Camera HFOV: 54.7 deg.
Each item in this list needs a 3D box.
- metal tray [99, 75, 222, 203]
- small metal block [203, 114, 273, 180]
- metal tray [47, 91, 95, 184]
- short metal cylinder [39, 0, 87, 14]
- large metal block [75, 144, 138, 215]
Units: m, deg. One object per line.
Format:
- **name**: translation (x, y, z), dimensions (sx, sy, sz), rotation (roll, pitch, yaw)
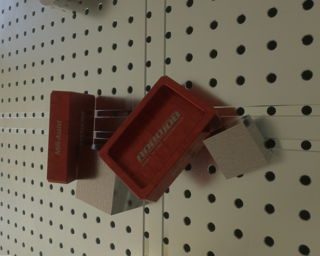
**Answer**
- **metal tray**: translation (-0.001, 0.011, 0.371), dimensions (0.090, 0.030, 0.130), rotation (39, 90, 31)
- **small metal block**: translation (0.083, 0.021, 0.329), dimensions (0.050, 0.025, 0.050), rotation (-29, 94, 35)
- **metal tray**: translation (-0.132, 0.011, 0.471), dimensions (0.030, 0.090, 0.129), rotation (4, 93, 10)
- **short metal cylinder**: translation (-0.165, -0.242, 0.526), dimensions (0.080, 0.050, 0.079), rotation (0, 90, 39)
- **large metal block**: translation (-0.075, 0.071, 0.453), dimensions (0.080, 0.050, 0.079), rotation (12, 98, 39)
